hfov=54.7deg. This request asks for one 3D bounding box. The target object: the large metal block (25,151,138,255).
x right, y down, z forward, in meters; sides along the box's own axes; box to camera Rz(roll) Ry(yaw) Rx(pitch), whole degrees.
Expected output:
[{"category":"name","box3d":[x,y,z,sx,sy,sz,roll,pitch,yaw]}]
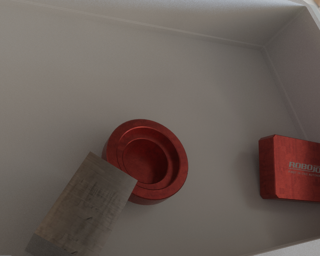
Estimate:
[{"category":"large metal block","box3d":[-0.073,0.080,0.283,0.050,0.080,0.080,33,51,-7]}]

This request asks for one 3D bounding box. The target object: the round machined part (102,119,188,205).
[{"category":"round machined part","box3d":[-0.020,0.042,0.360,0.099,0.042,0.098,14,56,-21]}]

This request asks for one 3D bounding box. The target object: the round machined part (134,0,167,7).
[{"category":"round machined part","box3d":[-0.022,-0.266,0.550,0.099,0.042,0.098,14,56,-21]}]

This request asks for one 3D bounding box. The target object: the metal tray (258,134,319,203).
[{"category":"metal tray","box3d":[0.210,0.064,0.464,0.131,0.030,0.090,10,73,-23]}]
